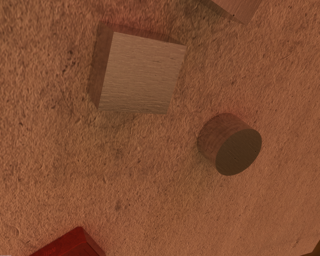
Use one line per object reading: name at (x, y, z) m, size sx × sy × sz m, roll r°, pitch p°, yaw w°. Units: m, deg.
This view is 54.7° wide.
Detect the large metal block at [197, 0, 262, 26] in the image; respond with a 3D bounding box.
large metal block at (0.073, -0.168, 0.327) m, size 0.081 × 0.050 × 0.080 m, roll 18°, pitch 109°, yaw -35°

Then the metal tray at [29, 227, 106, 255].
metal tray at (-0.151, 0.211, 0.451) m, size 0.131 × 0.030 × 0.090 m, roll -30°, pitch 129°, yaw -9°

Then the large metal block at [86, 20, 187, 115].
large metal block at (-0.028, -0.063, 0.336) m, size 0.081 × 0.050 × 0.079 m, roll 2°, pitch 117°, yaw -30°

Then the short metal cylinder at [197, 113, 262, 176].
short metal cylinder at (0.103, 0.024, 0.462) m, size 0.081 × 0.050 × 0.079 m, roll -14°, pitch 124°, yaw -21°
